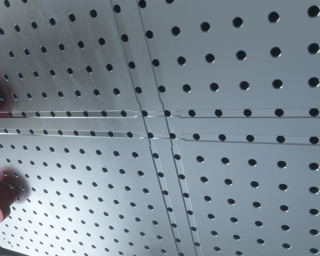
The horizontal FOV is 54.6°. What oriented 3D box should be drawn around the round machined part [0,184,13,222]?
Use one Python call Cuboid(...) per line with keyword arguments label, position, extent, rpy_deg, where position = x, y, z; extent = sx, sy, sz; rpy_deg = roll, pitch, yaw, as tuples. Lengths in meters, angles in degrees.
Cuboid(label="round machined part", position=(-0.375, 0.162, 0.700), extent=(0.098, 0.042, 0.097), rpy_deg=(13, 124, 21))
